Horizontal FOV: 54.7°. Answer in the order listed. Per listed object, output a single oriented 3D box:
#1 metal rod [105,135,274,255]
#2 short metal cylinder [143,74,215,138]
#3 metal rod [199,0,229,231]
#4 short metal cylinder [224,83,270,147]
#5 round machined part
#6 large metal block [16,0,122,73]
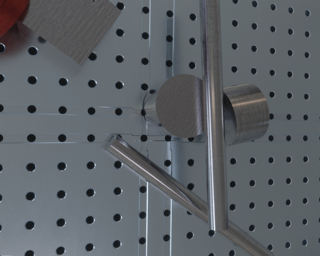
[{"bbox_3d":[0.051,0.109,0.431,0.301,0.025,0.025,39,78,-16],"label":"metal rod"},{"bbox_3d":[0.024,-0.027,0.408,0.081,0.050,0.080,0,90,-20],"label":"short metal cylinder"},{"bbox_3d":[0.066,-0.025,0.383,0.025,0.025,0.298,-3,91,-20],"label":"metal rod"},{"bbox_3d":[0.101,-0.018,0.420,0.050,0.080,0.080,-12,94,-20],"label":"short metal cylinder"},{"bbox_3d":[-0.173,-0.129,0.316,0.042,0.098,0.098,40,76,-45],"label":"round machined part"},{"bbox_3d":[-0.105,-0.124,0.360,0.080,0.050,0.080,36,78,-17],"label":"large metal block"}]
